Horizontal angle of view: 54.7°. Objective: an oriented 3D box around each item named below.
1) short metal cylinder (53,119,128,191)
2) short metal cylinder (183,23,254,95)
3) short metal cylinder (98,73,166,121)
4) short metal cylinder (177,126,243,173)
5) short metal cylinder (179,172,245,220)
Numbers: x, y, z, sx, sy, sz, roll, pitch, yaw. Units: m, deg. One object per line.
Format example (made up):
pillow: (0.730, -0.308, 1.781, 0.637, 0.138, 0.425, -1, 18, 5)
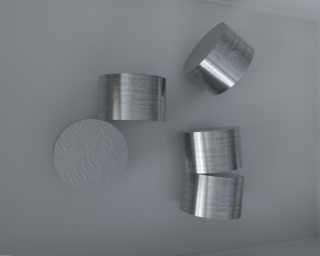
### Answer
short metal cylinder: (-0.084, 0.030, 0.366, 0.081, 0.050, 0.080, 0, 90, -20)
short metal cylinder: (0.076, -0.090, 0.409, 0.050, 0.080, 0.080, 35, 79, -17)
short metal cylinder: (-0.033, -0.033, 0.369, 0.081, 0.080, 0.050, 1, 90, -20)
short metal cylinder: (0.065, 0.027, 0.405, 0.081, 0.080, 0.050, -6, 92, -20)
short metal cylinder: (0.068, 0.084, 0.406, 0.081, 0.080, 0.050, 7, 88, -20)
